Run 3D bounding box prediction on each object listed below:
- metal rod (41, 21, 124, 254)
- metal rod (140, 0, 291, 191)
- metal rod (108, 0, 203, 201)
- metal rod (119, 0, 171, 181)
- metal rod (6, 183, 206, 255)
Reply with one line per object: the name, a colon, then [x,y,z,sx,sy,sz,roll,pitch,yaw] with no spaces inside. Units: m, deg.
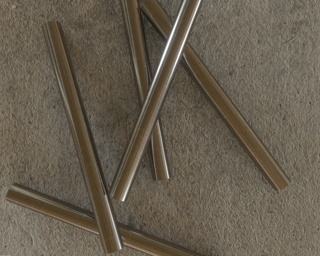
metal rod: [-0.100,0.007,0.395,0.025,0.025,0.298,-17,85,0]
metal rod: [0.074,-0.044,0.410,0.025,0.025,0.299,-37,90,0]
metal rod: [0.001,-0.054,0.383,0.025,0.025,0.299,21,90,-1]
metal rod: [-0.024,-0.080,0.409,0.025,0.025,0.298,-10,90,0]
metal rod: [-0.055,0.138,0.409,0.301,0.025,0.025,21,90,-1]
